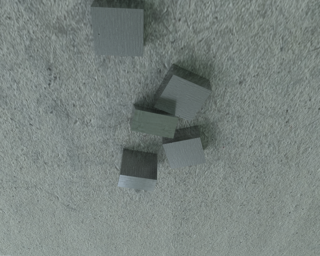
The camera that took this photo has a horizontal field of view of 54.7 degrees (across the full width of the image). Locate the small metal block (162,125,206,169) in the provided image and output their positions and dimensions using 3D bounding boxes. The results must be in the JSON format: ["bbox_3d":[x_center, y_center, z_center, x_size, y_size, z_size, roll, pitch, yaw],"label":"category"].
[{"bbox_3d":[0.034,0.027,0.431,0.050,0.025,0.050,-11,130,9],"label":"small metal block"}]

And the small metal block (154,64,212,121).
[{"bbox_3d":[0.026,-0.042,0.372,0.050,0.025,0.050,20,127,-17],"label":"small metal block"}]

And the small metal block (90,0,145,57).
[{"bbox_3d":[-0.042,-0.103,0.319,0.050,0.025,0.050,2,130,-2],"label":"small metal block"}]

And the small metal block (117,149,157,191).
[{"bbox_3d":[-0.031,0.059,0.441,0.050,0.050,0.025,10,129,-9],"label":"small metal block"}]

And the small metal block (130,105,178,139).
[{"bbox_3d":[-0.009,-0.009,0.379,0.050,0.050,0.025,11,99,-10],"label":"small metal block"}]
